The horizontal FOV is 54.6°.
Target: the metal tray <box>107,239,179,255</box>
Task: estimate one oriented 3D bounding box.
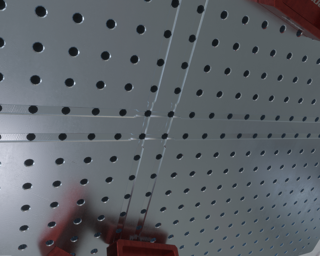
[{"bbox_3d":[-0.021,0.233,0.498,0.131,0.090,0.030,22,132,-36],"label":"metal tray"}]

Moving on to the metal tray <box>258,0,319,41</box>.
[{"bbox_3d":[0.199,-0.179,0.405,0.131,0.030,0.090,15,111,-34],"label":"metal tray"}]

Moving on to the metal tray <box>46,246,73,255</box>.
[{"bbox_3d":[-0.103,0.229,0.432,0.030,0.130,0.089,-43,141,-47],"label":"metal tray"}]
